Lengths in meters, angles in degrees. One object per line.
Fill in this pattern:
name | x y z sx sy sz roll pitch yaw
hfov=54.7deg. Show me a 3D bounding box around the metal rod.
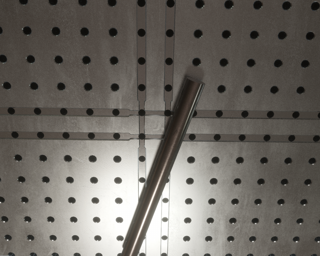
metal rod | -0.002 0.073 0.440 0.025 0.025 0.298 18 109 -7
